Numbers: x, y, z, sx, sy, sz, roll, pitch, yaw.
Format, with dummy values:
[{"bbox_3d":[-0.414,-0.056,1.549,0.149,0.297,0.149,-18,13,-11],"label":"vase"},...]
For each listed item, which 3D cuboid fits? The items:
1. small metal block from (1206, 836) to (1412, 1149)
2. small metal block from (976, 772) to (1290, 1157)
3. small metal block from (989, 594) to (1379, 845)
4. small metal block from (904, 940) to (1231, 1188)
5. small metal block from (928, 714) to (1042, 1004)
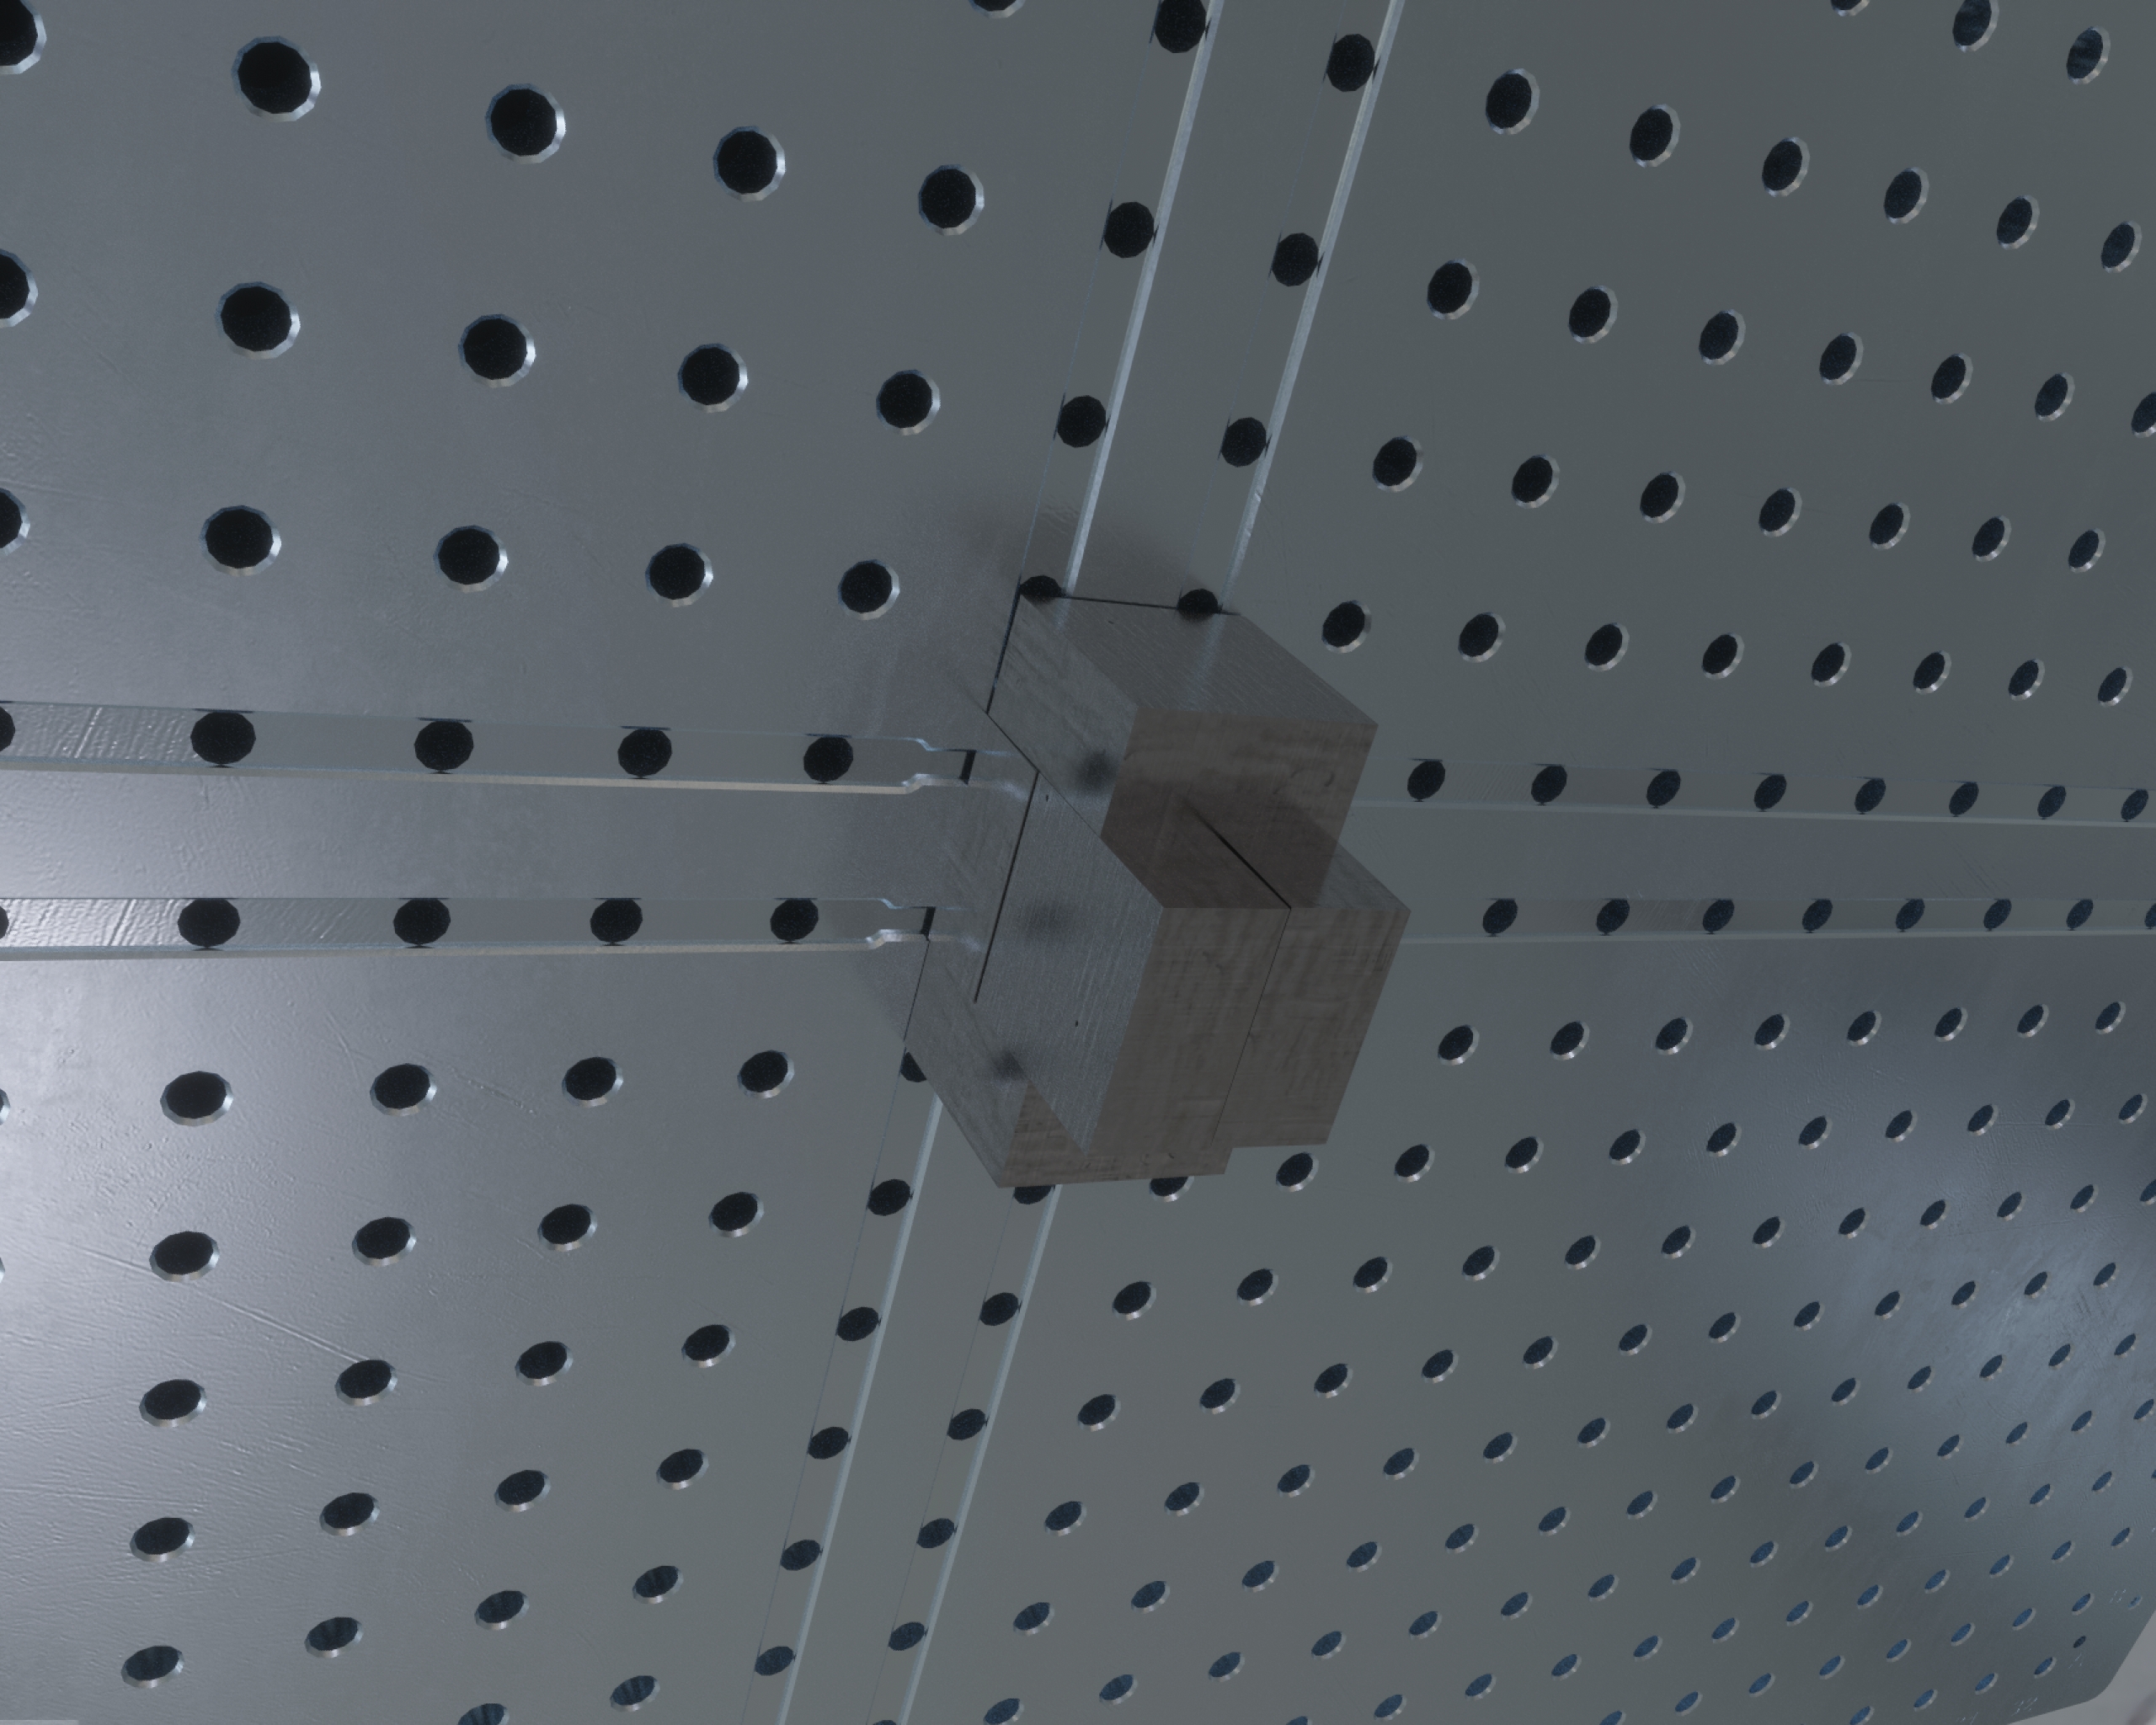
[{"bbox_3d":[0.031,0.018,0.390,0.025,0.050,0.050,2,117,-28],"label":"small metal block"},{"bbox_3d":[0.008,0.018,0.377,0.025,0.050,0.050,2,118,-29],"label":"small metal block"},{"bbox_3d":[0.019,-0.026,0.387,0.050,0.050,0.025,2,118,-29],"label":"small metal block"},{"bbox_3d":[0.000,0.039,0.418,0.050,0.050,0.025,1,118,-29],"label":"small metal block"},{"bbox_3d":[0.003,0.000,0.412,0.050,0.025,0.050,2,117,-28],"label":"small metal block"}]
